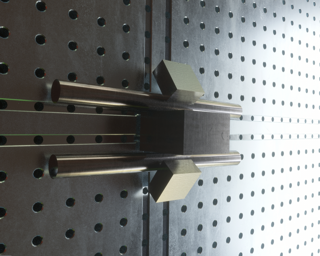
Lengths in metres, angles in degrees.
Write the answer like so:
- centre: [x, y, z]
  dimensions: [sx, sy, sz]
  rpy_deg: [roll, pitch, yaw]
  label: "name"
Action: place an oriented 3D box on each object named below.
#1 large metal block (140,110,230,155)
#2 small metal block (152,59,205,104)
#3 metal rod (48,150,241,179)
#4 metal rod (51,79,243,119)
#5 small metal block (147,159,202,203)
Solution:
- centre: [0.031, 0.006, 0.394]
  dimensions: [0.081, 0.080, 0.050]
  rpy_deg: [2, 89, -40]
  label: "large metal block"
- centre: [0.025, -0.060, 0.410]
  dimensions: [0.050, 0.025, 0.050]
  rpy_deg: [1, 55, -40]
  label: "small metal block"
- centre: [0.007, 0.044, 0.411]
  dimensions: [0.302, 0.025, 0.025]
  rpy_deg: [3, 89, -40]
  label: "metal rod"
- centre: [0.010, -0.032, 0.412]
  dimensions: [0.302, 0.025, 0.025]
  rpy_deg: [3, 89, -40]
  label: "metal rod"
- centre: [0.019, 0.069, 0.405]
  dimensions: [0.050, 0.025, 0.050]
  rpy_deg: [4, 125, -40]
  label: "small metal block"
